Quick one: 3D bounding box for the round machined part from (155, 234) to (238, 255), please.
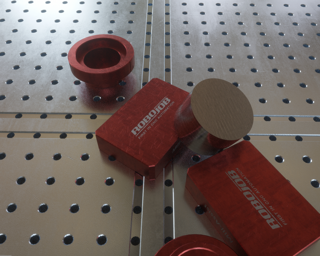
[{"bbox_3d":[0.035,0.143,0.277,0.099,0.042,0.098,0,50,0],"label":"round machined part"}]

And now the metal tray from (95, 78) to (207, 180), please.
[{"bbox_3d":[-0.008,-0.005,0.409,0.090,0.030,0.131,28,55,21],"label":"metal tray"}]

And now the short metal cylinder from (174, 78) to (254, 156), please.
[{"bbox_3d":[0.064,-0.013,0.373,0.081,0.050,0.080,9,62,-17],"label":"short metal cylinder"}]

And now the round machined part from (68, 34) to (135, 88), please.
[{"bbox_3d":[-0.088,-0.099,0.479,0.099,0.042,0.098,0,50,0],"label":"round machined part"}]

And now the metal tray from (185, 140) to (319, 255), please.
[{"bbox_3d":[0.099,0.082,0.337,0.091,0.030,0.130,-24,54,-19],"label":"metal tray"}]
